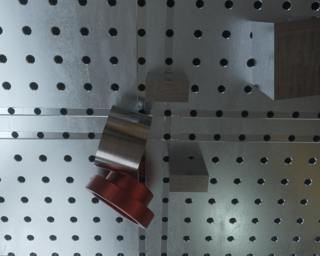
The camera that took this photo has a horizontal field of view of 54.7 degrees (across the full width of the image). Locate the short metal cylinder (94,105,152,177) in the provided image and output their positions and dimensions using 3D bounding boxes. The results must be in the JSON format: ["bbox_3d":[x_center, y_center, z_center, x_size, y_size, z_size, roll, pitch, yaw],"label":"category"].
[{"bbox_3d":[-0.046,0.016,0.389,0.050,0.080,0.079,17,109,-7],"label":"short metal cylinder"}]

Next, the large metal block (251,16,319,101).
[{"bbox_3d":[0.142,-0.083,0.355,0.050,0.080,0.079,-7,110,2],"label":"large metal block"}]

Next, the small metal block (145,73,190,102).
[{"bbox_3d":[0.008,-0.051,0.382,0.050,0.050,0.025,1,110,-1],"label":"small metal block"}]

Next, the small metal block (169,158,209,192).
[{"bbox_3d":[0.037,0.064,0.424,0.050,0.050,0.025,1,110,-1],"label":"small metal block"}]

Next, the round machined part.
[{"bbox_3d":[-0.048,0.091,0.418,0.098,0.098,0.042,40,69,-14],"label":"round machined part"}]
